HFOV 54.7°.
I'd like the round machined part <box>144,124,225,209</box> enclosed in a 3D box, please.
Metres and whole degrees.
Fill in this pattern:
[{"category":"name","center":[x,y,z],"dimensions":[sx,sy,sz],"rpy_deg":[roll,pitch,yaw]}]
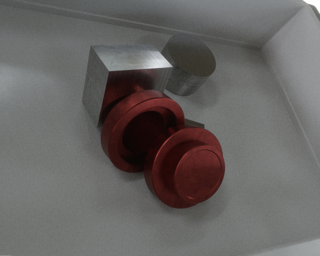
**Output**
[{"category":"round machined part","center":[0.035,0.047,0.354],"dimensions":[0.099,0.042,0.097],"rpy_deg":[-7,104,-28]}]

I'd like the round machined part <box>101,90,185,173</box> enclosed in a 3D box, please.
[{"category":"round machined part","center":[-0.023,0.000,0.358],"dimensions":[0.099,0.097,0.042],"rpy_deg":[-10,35,-33]}]

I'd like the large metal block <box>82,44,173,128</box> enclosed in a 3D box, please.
[{"category":"large metal block","center":[-0.042,-0.052,0.373],"dimensions":[0.081,0.079,0.050],"rpy_deg":[-11,49,-33]}]

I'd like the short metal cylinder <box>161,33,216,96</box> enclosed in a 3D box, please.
[{"category":"short metal cylinder","center":[0.037,-0.095,0.469],"dimensions":[0.081,0.050,0.080],"rpy_deg":[14,56,-21]}]

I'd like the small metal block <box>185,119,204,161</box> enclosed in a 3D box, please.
[{"category":"small metal block","center":[0.032,0.015,0.415],"dimensions":[0.050,0.025,0.050],"rpy_deg":[16,55,-20]}]
